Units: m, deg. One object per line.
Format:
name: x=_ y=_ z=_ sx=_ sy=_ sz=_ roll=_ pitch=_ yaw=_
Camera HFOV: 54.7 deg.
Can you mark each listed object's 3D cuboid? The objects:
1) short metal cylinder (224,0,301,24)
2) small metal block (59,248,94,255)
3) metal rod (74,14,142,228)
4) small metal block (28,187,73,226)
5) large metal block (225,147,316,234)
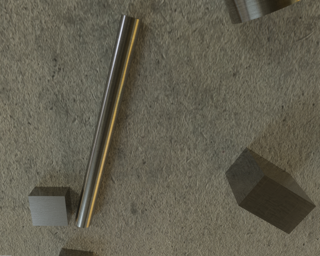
short metal cylinder: x=0.107 y=-0.150 z=0.327 sx=0.080 sy=0.080 sz=0.050 roll=-21 pitch=109 yaw=7
small metal block: x=-0.135 y=0.222 z=0.490 sx=0.050 sy=0.025 sz=0.050 roll=9 pitch=110 yaw=-4
metal rod: x=-0.073 y=0.005 z=0.410 sx=0.025 sy=0.025 sz=0.298 roll=15 pitch=109 yaw=-6
small metal block: x=-0.158 y=0.113 z=0.449 sx=0.050 sy=0.025 sz=0.050 roll=0 pitch=110 yaw=-1
large metal block: x=0.142 y=0.080 z=0.412 sx=0.080 sy=0.080 sz=0.050 roll=31 pitch=107 yaw=-11
